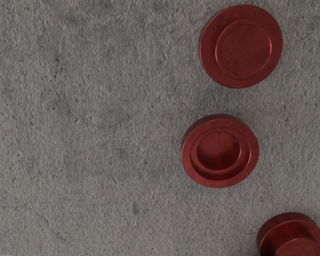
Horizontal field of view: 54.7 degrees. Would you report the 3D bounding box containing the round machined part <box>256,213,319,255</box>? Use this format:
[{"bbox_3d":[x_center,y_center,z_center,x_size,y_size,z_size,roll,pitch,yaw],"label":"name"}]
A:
[{"bbox_3d":[0.201,0.181,0.469,0.099,0.042,0.097,0,110,0],"label":"round machined part"}]

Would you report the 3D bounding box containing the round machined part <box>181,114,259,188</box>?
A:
[{"bbox_3d":[0.077,0.027,0.411,0.099,0.042,0.097,0,110,0],"label":"round machined part"}]

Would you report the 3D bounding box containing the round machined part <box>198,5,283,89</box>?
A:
[{"bbox_3d":[0.097,-0.094,0.367,0.099,0.042,0.097,0,110,0],"label":"round machined part"}]
